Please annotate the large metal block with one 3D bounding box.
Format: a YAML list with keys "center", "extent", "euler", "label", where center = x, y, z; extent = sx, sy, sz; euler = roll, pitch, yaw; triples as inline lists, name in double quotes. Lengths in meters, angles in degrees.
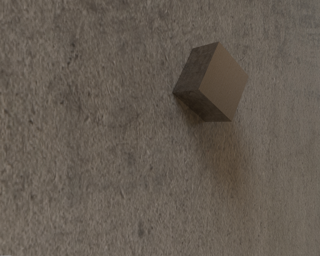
- center: [0.075, -0.064, 0.450]
  extent: [0.080, 0.050, 0.080]
  euler: [38, 67, -34]
  label: "large metal block"
